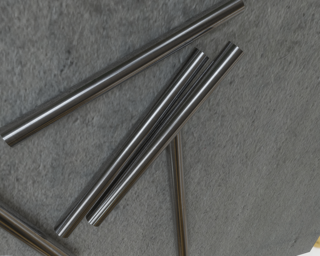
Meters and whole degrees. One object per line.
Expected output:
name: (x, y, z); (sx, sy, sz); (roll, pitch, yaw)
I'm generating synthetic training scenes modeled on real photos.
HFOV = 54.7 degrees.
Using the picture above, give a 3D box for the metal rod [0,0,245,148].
metal rod: (-0.034, -0.069, 0.346); (0.301, 0.025, 0.025); (-32, 129, -8)

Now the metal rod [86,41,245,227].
metal rod: (-0.002, 0.018, 0.399); (0.025, 0.025, 0.299); (28, 109, -38)

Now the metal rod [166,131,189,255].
metal rod: (0.030, 0.121, 0.499); (0.025, 0.025, 0.298); (-19, 126, -18)

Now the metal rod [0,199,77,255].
metal rod: (-0.190, 0.101, 0.365); (0.025, 0.025, 0.299); (-35, 129, -6)

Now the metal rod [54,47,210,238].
metal rod: (-0.041, 0.024, 0.400); (0.025, 0.025, 0.299); (32, 100, -39)
